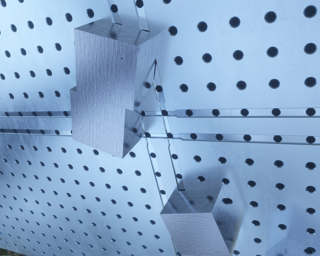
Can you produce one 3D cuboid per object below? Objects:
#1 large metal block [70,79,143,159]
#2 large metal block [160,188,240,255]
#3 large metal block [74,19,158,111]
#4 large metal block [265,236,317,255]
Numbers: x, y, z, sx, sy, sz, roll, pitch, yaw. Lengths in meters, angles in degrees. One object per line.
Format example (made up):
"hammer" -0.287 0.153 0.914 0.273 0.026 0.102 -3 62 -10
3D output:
"large metal block" -0.072 -0.015 0.422 0.080 0.050 0.079 19 126 16
"large metal block" 0.059 0.137 0.448 0.080 0.050 0.080 -12 112 33
"large metal block" -0.053 -0.077 0.374 0.080 0.050 0.079 19 126 16
"large metal block" 0.182 0.207 0.407 0.080 0.080 0.050 33 129 6
